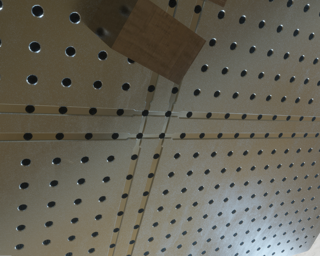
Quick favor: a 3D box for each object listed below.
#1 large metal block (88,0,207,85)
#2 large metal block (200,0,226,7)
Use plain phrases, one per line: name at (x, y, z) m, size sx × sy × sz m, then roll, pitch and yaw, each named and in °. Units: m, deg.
large metal block at (-0.015, -0.094, 0.310) m, size 0.080 × 0.080 × 0.050 m, roll 22°, pitch 106°, yaw -37°
large metal block at (0.036, -0.177, 0.307) m, size 0.081 × 0.050 × 0.079 m, roll 8°, pitch 114°, yaw -32°
